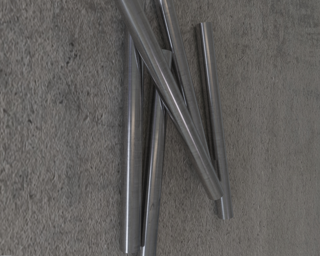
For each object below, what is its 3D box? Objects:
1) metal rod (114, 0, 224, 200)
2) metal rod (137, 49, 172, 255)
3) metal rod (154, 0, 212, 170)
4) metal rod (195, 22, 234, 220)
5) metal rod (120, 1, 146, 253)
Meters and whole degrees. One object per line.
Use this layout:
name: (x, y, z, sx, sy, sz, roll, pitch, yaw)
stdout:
metal rod: (0.021, -0.025, 0.388, 0.025, 0.025, 0.299, -43, 120, -31)
metal rod: (-0.008, 0.049, 0.397, 0.025, 0.025, 0.298, 8, 85, -40)
metal rod: (0.028, -0.083, 0.427, 0.025, 0.025, 0.298, -25, 106, -37)
metal rod: (0.084, -0.007, 0.474, 0.025, 0.025, 0.298, -13, 99, -39)
metal rod: (-0.033, -0.003, 0.376, 0.025, 0.025, 0.298, 2, 89, -40)
